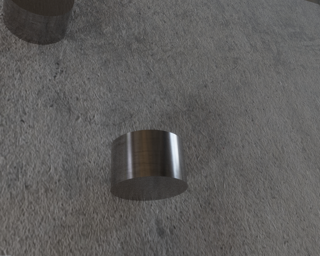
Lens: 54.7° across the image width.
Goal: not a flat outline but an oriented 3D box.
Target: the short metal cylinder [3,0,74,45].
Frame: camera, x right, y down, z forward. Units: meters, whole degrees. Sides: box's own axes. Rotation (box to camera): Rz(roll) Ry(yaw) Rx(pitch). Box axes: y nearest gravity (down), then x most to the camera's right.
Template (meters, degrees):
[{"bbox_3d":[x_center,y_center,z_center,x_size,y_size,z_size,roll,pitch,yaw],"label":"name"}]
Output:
[{"bbox_3d":[-0.156,-0.155,0.398,0.081,0.050,0.080,14,56,-21],"label":"short metal cylinder"}]

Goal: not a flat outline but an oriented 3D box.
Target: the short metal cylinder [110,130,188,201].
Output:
[{"bbox_3d":[-0.013,0.043,0.335,0.081,0.080,0.050,10,58,-23],"label":"short metal cylinder"}]
